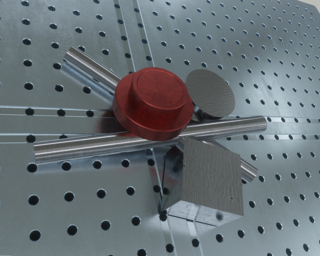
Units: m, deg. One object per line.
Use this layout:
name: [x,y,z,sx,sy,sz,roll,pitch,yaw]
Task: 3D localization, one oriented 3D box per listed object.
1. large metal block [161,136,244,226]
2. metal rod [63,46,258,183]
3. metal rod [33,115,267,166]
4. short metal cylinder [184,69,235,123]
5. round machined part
large metal block: [0.051,0.066,0.378,0.081,0.050,0.080,19,54,-18]
metal rod: [0.006,-0.015,0.422,0.301,0.025,0.025,33,51,-7]
metal rod: [0.007,0.011,0.383,0.303,0.025,0.025,-7,65,-24]
short metal cylinder: [0.061,-0.038,0.449,0.081,0.050,0.080,14,56,-21]
round machined part: [-0.005,-0.036,0.375,0.099,0.042,0.098,11,50,-13]
